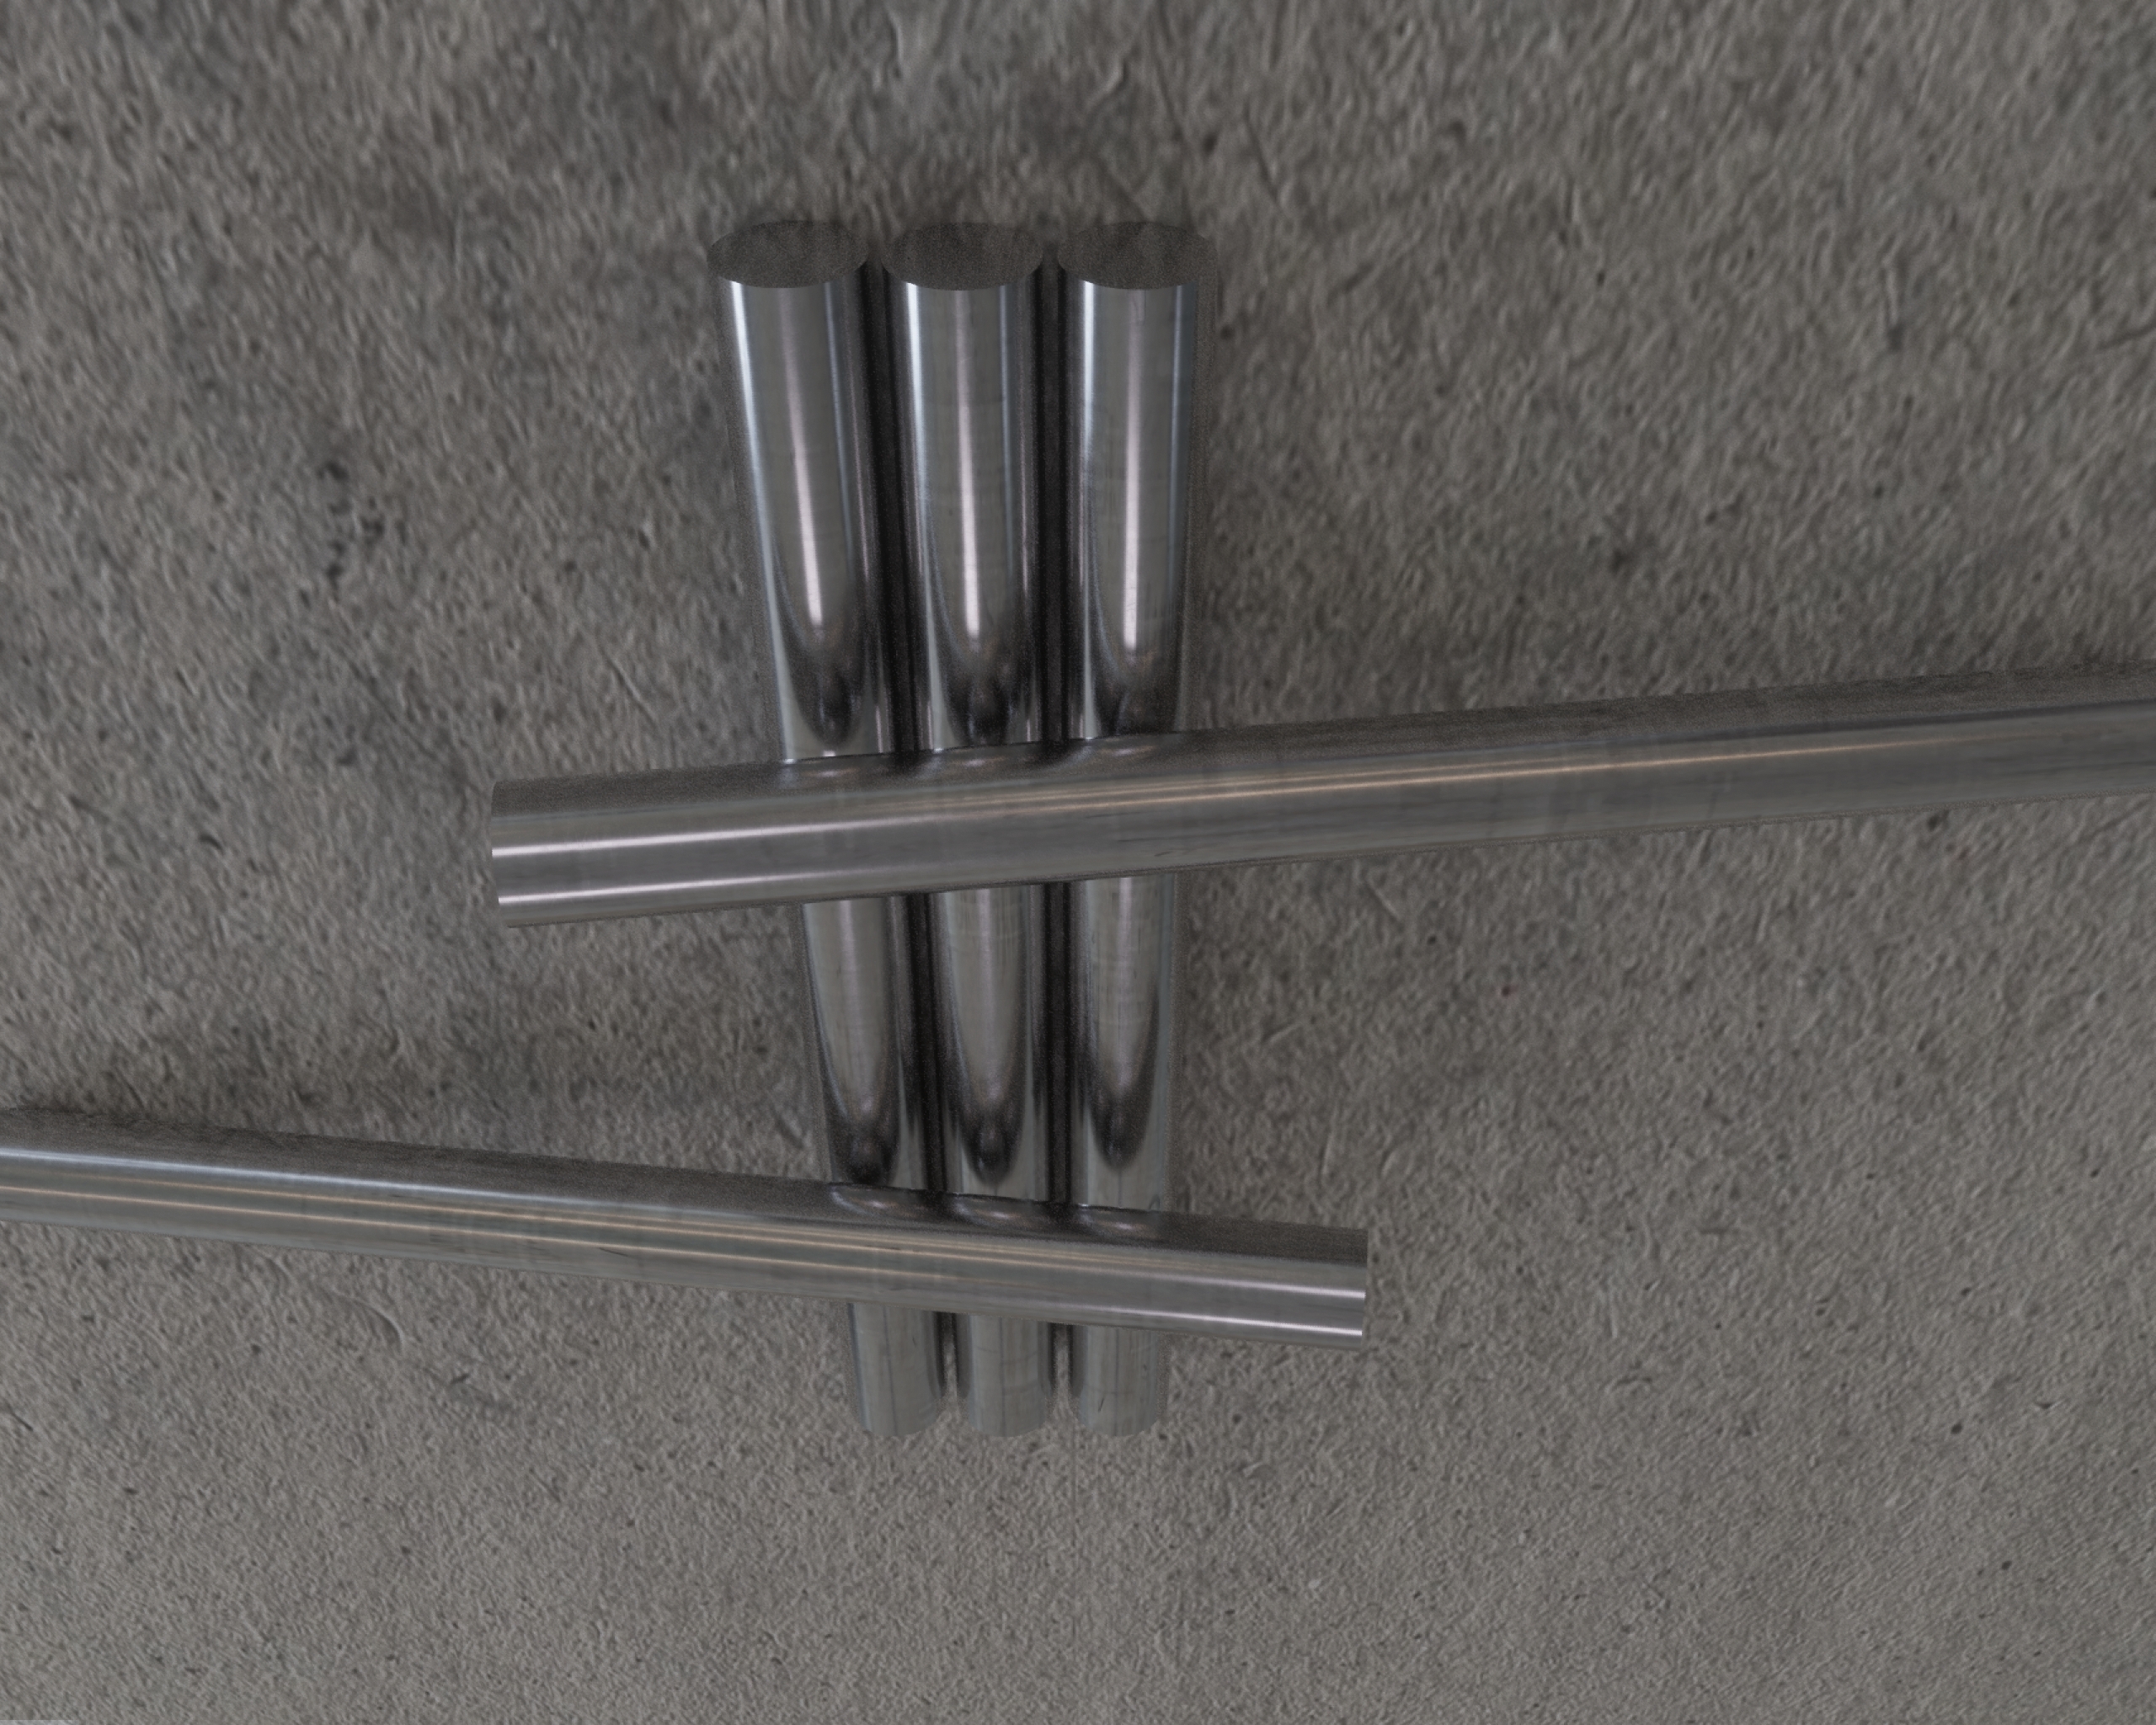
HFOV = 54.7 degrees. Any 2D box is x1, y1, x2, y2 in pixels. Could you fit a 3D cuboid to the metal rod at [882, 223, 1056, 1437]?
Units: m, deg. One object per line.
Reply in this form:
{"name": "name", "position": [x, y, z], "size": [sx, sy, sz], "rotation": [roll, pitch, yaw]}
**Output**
{"name": "metal rod", "position": [-0.018, 0.019, 0.422], "size": [0.025, 0.025, 0.298], "rotation": [0, 130, 0]}

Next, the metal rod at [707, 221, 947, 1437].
{"name": "metal rod", "position": [-0.045, 0.019, 0.422], "size": [0.025, 0.025, 0.298], "rotation": [0, 130, 0]}

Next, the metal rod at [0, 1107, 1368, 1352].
{"name": "metal rod", "position": [-0.091, 0.077, 0.445], "size": [0.302, 0.025, 0.025], "rotation": [4, 131, 6]}

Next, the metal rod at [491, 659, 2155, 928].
{"name": "metal rod", "position": [0.053, -0.013, 0.369], "size": [0.302, 0.025, 0.025], "rotation": [-5, 131, -7]}

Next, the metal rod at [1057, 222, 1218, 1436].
{"name": "metal rod", "position": [0.010, 0.019, 0.422], "size": [0.025, 0.025, 0.298], "rotation": [0, 130, 0]}
